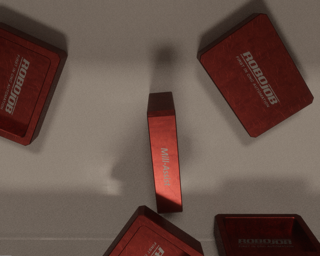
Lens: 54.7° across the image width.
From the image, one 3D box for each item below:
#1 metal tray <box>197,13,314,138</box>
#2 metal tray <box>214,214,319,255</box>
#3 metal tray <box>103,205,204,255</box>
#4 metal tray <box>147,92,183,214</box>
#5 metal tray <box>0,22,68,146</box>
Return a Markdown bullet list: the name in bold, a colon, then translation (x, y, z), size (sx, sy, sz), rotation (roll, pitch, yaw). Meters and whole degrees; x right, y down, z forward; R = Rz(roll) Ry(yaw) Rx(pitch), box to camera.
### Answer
- **metal tray**: translation (0.118, -0.063, 0.387), size (0.090, 0.030, 0.130), rotation (-34, 107, 11)
- **metal tray**: translation (0.149, 0.161, 0.438), size (0.131, 0.090, 0.030), rotation (0, 110, -1)
- **metal tray**: translation (-0.022, 0.167, 0.355), size (0.090, 0.030, 0.130), rotation (35, 94, -4)
- **metal tray**: translation (0.007, 0.028, 0.387), size (0.030, 0.090, 0.129), rotation (-5, 110, 1)
- **metal tray**: translation (-0.182, -0.052, 0.386), size (0.090, 0.030, 0.129), rotation (24, 108, -9)
